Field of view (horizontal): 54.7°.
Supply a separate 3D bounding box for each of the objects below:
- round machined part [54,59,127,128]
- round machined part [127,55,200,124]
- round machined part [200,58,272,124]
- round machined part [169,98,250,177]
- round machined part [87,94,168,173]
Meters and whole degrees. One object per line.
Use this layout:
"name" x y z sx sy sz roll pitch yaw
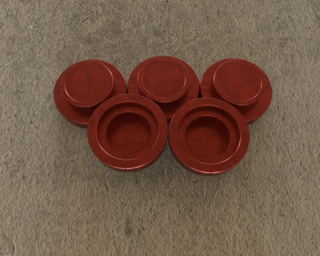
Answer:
"round machined part" -0.094 -0.051 0.418 0.099 0.042 0.098 0 70 -1
"round machined part" 0.005 -0.057 0.421 0.099 0.042 0.098 0 70 -1
"round machined part" 0.104 -0.054 0.421 0.099 0.042 0.098 0 70 -1
"round machined part" 0.060 0.014 0.396 0.099 0.042 0.098 0 70 -1
"round machined part" -0.039 0.009 0.396 0.099 0.042 0.098 0 70 -1
